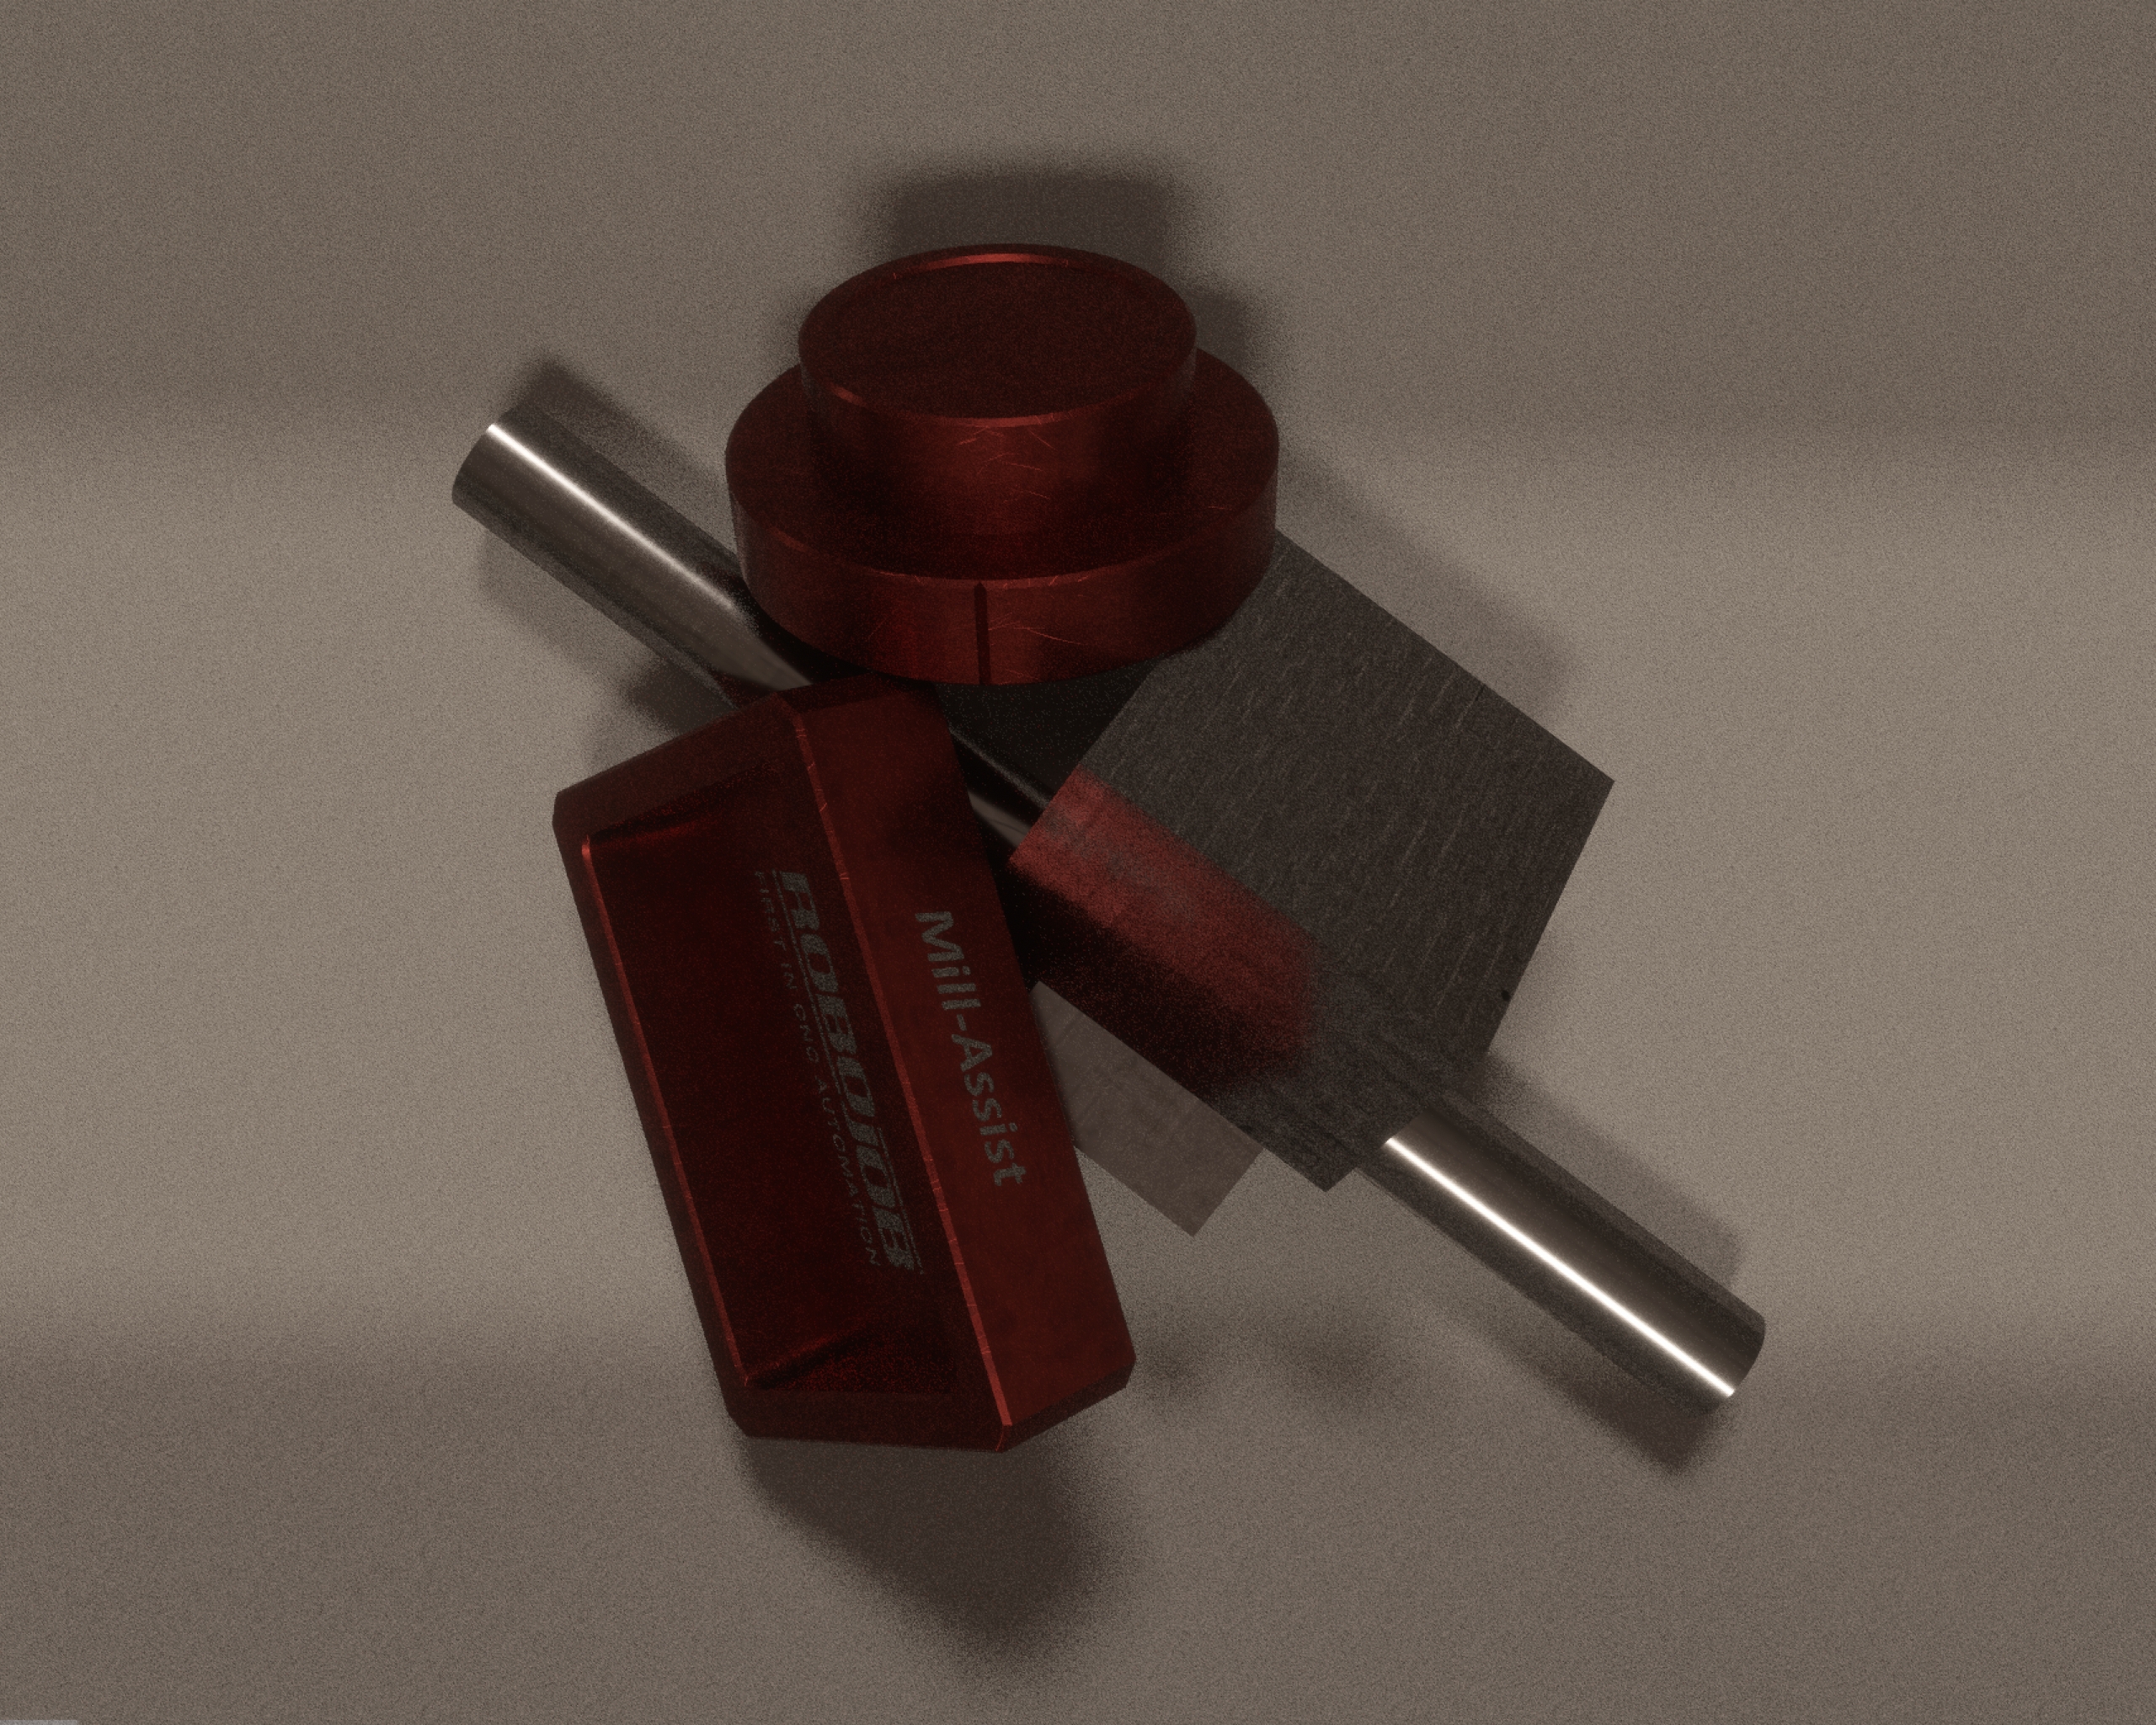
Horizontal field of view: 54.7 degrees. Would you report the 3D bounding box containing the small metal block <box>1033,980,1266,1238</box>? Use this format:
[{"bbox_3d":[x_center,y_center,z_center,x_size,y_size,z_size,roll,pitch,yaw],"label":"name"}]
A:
[{"bbox_3d":[0.008,0.042,0.397,0.050,0.050,0.025,38,90,-1],"label":"small metal block"}]

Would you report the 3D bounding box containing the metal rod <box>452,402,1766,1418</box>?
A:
[{"bbox_3d":[0.007,0.010,0.410,0.301,0.025,0.025,37,90,-1],"label":"metal rod"}]

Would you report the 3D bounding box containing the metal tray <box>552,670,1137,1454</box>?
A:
[{"bbox_3d":[-0.046,0.038,0.378,0.030,0.090,0.129,-17,90,-41],"label":"metal tray"}]

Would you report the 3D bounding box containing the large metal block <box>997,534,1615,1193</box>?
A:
[{"bbox_3d":[0.040,-0.002,0.378,0.080,0.050,0.080,37,47,0],"label":"large metal block"}]

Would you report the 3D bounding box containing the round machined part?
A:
[{"bbox_3d":[-0.013,-0.077,0.371,0.099,0.098,0.042,-2,131,-1],"label":"round machined part"}]
